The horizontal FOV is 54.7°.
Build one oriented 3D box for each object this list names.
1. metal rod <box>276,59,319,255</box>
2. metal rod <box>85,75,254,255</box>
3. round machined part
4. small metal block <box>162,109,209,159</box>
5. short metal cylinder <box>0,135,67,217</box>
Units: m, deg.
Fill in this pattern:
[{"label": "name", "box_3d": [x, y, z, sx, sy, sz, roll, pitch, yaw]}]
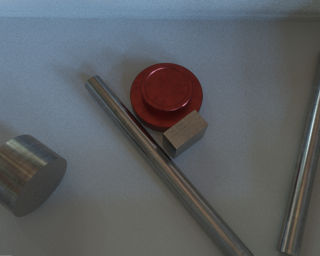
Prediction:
[{"label": "metal rod", "box_3d": [0.200, 0.014, 0.406, 0.025, 0.025, 0.300, 20, 71, 6]}, {"label": "metal rod", "box_3d": [0.002, 0.044, 0.393, 0.025, 0.025, 0.300, -38, 75, -13]}, {"label": "round machined part", "box_3d": [0.009, -0.046, 0.418, 0.099, 0.042, 0.098, 0, 70, -1]}, {"label": "small metal block", "box_3d": [0.031, 0.009, 0.393, 0.050, 0.050, 0.025, -37, 75, -12]}, {"label": "short metal cylinder", "box_3d": [-0.156, 0.054, 0.359, 0.050, 0.080, 0.080, 33, 73, 11]}]
